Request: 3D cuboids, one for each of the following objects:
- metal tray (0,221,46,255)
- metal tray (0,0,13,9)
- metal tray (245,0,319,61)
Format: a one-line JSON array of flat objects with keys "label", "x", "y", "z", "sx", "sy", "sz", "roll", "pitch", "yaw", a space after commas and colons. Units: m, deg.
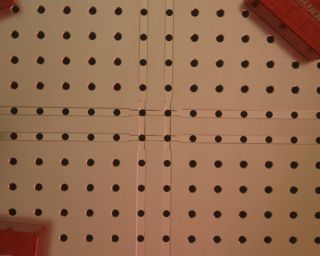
[{"label": "metal tray", "x": -0.225, "y": 0.171, "z": 0.408, "sx": 0.131, "sy": 0.030, "sz": 0.089, "roll": 7, "pitch": 90, "yaw": -1}, {"label": "metal tray", "x": -0.265, "y": -0.213, "z": 0.407, "sx": 0.090, "sy": 0.030, "sz": 0.129, "roll": -22, "pitch": 90, "yaw": -1}, {"label": "metal tray", "x": 0.192, "y": -0.165, "z": 0.413, "sx": 0.130, "sy": 0.030, "sz": 0.090, "roll": 42, "pitch": 90, "yaw": -1}]
